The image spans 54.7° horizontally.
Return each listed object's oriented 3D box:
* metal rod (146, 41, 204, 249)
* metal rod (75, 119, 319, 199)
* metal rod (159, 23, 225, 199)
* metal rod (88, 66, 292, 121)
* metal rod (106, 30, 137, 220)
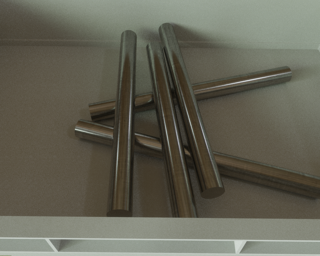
[{"bbox_3d":[0.009,-0.008,0.377,0.025,0.025,0.300,-5,50,-5],"label":"metal rod"},{"bbox_3d":[0.040,0.034,0.376,0.301,0.025,0.025,13,51,10],"label":"metal rod"},{"bbox_3d":[0.032,-0.047,0.411,0.025,0.025,0.300,-6,50,-6],"label":"metal rod"},{"bbox_3d":[0.050,-0.052,0.449,0.302,0.025,0.025,-12,51,-11],"label":"metal rod"},{"bbox_3d":[-0.044,-0.030,0.396,0.025,0.025,0.300,-1,50,-2],"label":"metal rod"}]
